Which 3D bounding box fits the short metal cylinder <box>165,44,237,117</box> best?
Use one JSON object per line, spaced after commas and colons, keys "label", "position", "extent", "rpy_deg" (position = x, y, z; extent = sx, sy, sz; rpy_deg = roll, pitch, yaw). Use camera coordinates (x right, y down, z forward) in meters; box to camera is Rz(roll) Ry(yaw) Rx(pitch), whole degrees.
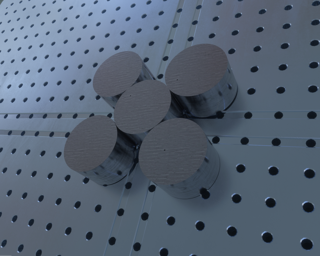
{"label": "short metal cylinder", "position": [0.053, -0.061, 0.398], "extent": [0.080, 0.050, 0.080], "rpy_deg": [-13, 56, 20]}

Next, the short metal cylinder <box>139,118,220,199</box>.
{"label": "short metal cylinder", "position": [0.023, 0.035, 0.357], "extent": [0.080, 0.050, 0.080], "rpy_deg": [-13, 56, 20]}

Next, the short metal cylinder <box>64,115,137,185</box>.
{"label": "short metal cylinder", "position": [-0.079, 0.030, 0.412], "extent": [0.080, 0.050, 0.080], "rpy_deg": [-13, 56, 20]}

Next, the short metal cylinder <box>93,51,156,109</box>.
{"label": "short metal cylinder", "position": [-0.051, -0.066, 0.457], "extent": [0.080, 0.050, 0.080], "rpy_deg": [-13, 56, 20]}

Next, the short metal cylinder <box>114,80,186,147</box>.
{"label": "short metal cylinder", "position": [-0.013, -0.016, 0.407], "extent": [0.080, 0.050, 0.080], "rpy_deg": [-13, 56, 20]}
